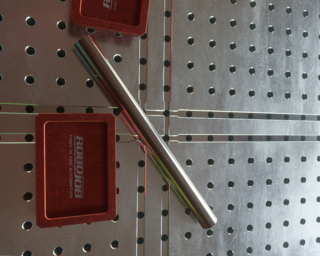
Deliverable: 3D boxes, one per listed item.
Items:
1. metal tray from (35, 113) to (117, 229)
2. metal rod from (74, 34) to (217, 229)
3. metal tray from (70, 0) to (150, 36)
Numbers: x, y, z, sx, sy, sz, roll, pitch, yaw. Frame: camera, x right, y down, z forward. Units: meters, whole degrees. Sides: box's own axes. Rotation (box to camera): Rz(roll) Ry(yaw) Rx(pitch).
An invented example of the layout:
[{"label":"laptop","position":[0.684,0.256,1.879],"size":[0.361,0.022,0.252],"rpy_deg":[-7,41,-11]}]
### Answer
[{"label":"metal tray","position":[-0.101,0.047,0.373],"size":[0.091,0.030,0.129],"rpy_deg":[-1,90,-21]},{"label":"metal rod","position":[-0.012,0.013,0.409],"size":[0.025,0.025,0.299],"rpy_deg":[-38,103,-16]},{"label":"metal tray","position":[-0.056,-0.184,0.374],"size":[0.091,0.030,0.129],"rpy_deg":[5,101,-20]}]
